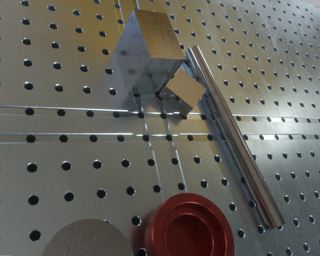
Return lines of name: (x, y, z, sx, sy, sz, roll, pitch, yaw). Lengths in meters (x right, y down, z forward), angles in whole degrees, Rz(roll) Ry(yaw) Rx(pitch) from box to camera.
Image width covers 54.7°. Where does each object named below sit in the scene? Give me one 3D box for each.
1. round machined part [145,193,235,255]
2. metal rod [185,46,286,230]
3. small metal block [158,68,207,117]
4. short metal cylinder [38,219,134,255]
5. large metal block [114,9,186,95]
round machined part: (0.028, 0.124, 0.338, 0.099, 0.042, 0.098, 14, 56, -21)
metal rod: (0.105, 0.001, 0.465, 0.025, 0.025, 0.299, -8, 66, -32)
small metal block: (0.034, -0.053, 0.461, 0.050, 0.025, 0.050, 39, 51, -2)
short metal cylinder: (-0.069, 0.128, 0.278, 0.081, 0.050, 0.080, 14, 56, -21)
large metal block: (-0.018, -0.102, 0.427, 0.050, 0.080, 0.080, -5, 64, -31)
